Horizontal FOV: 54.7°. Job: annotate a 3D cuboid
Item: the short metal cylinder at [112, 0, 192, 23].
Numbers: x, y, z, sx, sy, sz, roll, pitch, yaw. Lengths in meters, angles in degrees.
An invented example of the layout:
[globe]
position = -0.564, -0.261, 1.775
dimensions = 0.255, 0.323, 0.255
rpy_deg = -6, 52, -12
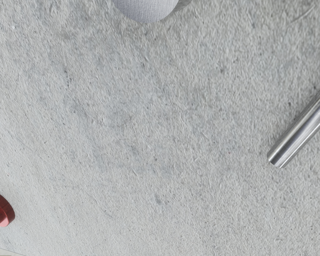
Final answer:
[short metal cylinder]
position = -0.006, -0.149, 0.302
dimensions = 0.080, 0.050, 0.079
rpy_deg = 13, 124, 21

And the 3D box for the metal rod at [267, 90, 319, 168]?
[metal rod]
position = 0.185, -0.069, 0.266
dimensions = 0.025, 0.025, 0.298
rpy_deg = 31, 129, 8

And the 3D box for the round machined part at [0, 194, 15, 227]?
[round machined part]
position = -0.393, 0.195, 0.724
dimensions = 0.098, 0.042, 0.097
rpy_deg = 13, 124, 21
